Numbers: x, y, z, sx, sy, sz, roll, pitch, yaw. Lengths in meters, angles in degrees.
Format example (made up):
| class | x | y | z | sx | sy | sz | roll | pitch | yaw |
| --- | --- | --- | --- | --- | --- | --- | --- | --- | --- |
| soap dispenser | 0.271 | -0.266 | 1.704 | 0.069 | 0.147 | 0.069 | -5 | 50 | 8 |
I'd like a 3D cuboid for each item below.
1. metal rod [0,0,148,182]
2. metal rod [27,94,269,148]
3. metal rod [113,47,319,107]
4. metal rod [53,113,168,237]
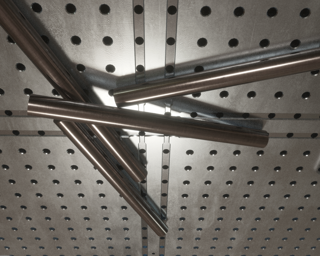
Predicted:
| class | x | y | z | sx | sy | sz | roll | pitch | yaw |
| --- | --- | --- | --- | --- | --- | --- | --- | --- | --- |
| metal rod | -0.097 | -0.029 | 0.385 | 0.025 | 0.025 | 0.299 | -21 | 128 | 16 |
| metal rod | -0.001 | -0.005 | 0.387 | 0.302 | 0.025 | 0.025 | 8 | 130 | -16 |
| metal rod | 0.094 | -0.063 | 0.359 | 0.301 | 0.025 | 0.025 | -10 | 130 | 8 |
| metal rod | -0.061 | 0.087 | 0.484 | 0.025 | 0.025 | 0.299 | -20 | 128 | 16 |
